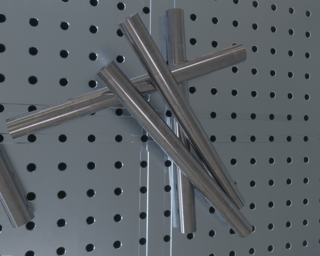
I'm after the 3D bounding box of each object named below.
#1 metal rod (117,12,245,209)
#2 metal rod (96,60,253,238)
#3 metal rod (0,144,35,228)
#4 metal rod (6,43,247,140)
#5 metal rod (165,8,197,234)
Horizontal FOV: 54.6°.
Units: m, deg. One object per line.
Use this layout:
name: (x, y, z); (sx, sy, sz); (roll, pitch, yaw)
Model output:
metal rod: (0.039, -0.003, 0.392); (0.025, 0.025, 0.299); (-40, 116, -15)
metal rod: (0.030, 0.040, 0.393); (0.025, 0.025, 0.300); (-46, 111, -14)
metal rod: (-0.211, -0.030, 0.334); (0.025, 0.025, 0.299); (-25, 98, -18)
metal rod: (-0.030, -0.049, 0.382); (0.302, 0.025, 0.025); (-20, 97, -12)
metal rod: (0.029, -0.008, 0.422); (0.025, 0.025, 0.298); (-4, 91, -20)
